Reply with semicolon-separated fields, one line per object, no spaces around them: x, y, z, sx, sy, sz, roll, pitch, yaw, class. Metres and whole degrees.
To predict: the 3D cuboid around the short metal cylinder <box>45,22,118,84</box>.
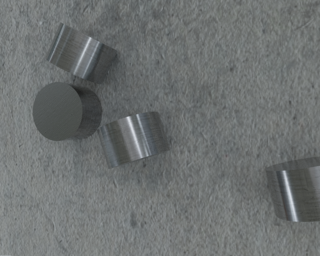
-0.104;-0.099;0.415;0.080;0.080;0.050;30;100;17;short metal cylinder

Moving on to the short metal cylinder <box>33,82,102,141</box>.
-0.130;-0.022;0.440;0.080;0.050;0.079;0;90;19;short metal cylinder

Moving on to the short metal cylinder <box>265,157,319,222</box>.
0.157;0.061;0.324;0.080;0.080;0.050;-13;86;19;short metal cylinder

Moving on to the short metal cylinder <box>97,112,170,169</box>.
-0.033;0.016;0.390;0.080;0.080;0.050;-19;84;18;short metal cylinder
